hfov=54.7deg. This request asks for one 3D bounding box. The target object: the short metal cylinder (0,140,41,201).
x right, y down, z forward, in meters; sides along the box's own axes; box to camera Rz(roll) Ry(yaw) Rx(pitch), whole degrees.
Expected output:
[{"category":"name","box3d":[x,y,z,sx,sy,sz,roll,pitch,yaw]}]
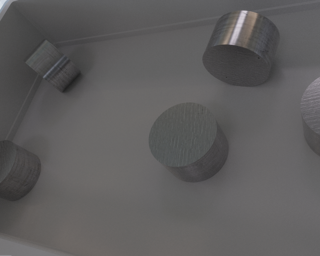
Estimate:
[{"category":"short metal cylinder","box3d":[-0.231,0.065,0.472,0.080,0.050,0.080,-13,56,21]}]

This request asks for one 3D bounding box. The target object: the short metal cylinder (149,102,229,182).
[{"category":"short metal cylinder","box3d":[0.034,0.017,0.361,0.080,0.050,0.080,-13,56,21]}]

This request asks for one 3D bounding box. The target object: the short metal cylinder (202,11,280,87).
[{"category":"short metal cylinder","box3d":[0.098,-0.094,0.377,0.080,0.080,0.050,10,67,32]}]

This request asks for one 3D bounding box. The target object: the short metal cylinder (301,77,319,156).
[{"category":"short metal cylinder","box3d":[0.182,-0.010,0.300,0.080,0.050,0.080,-13,56,21]}]

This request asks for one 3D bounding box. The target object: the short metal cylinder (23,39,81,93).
[{"category":"short metal cylinder","box3d":[-0.184,-0.106,0.533,0.050,0.080,0.080,-50,52,-6]}]
